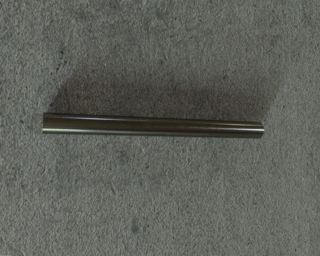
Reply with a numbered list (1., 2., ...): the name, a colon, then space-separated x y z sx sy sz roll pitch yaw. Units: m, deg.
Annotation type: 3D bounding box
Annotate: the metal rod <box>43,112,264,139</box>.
1. metal rod: 0.006 -0.001 0.412 0.302 0.025 0.025 2 90 -20
